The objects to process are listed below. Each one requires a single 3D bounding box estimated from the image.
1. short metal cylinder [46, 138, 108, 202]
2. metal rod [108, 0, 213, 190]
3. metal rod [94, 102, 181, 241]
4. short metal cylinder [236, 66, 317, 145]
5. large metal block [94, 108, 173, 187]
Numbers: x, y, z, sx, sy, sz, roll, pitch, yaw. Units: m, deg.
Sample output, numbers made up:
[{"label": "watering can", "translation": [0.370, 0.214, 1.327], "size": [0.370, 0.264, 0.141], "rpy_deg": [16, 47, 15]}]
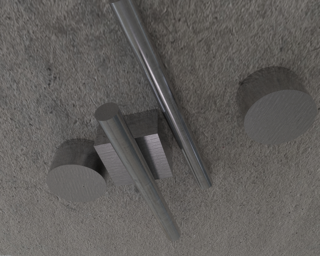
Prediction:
[{"label": "short metal cylinder", "translation": [-0.114, 0.061, 0.442], "size": [0.081, 0.050, 0.079], "rpy_deg": [0, 130, 0]}, {"label": "metal rod", "translation": [0.016, -0.021, 0.389], "size": [0.025, 0.025, 0.299], "rpy_deg": [-17, 129, 13]}, {"label": "metal rod", "translation": [-0.015, 0.080, 0.409], "size": [0.025, 0.025, 0.299], "rpy_deg": [-11, 137, 9]}, {"label": "short metal cylinder", "translation": [0.136, -0.026, 0.370], "size": [0.081, 0.050, 0.079], "rpy_deg": [0, 130, 0]}, {"label": "large metal block", "translation": [-0.032, 0.028, 0.414], "size": [0.080, 0.050, 0.080], "rpy_deg": [-11, 129, 9]}]
